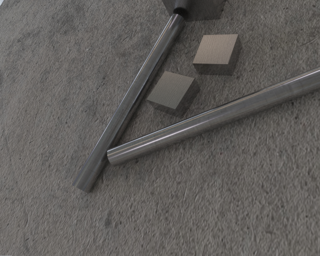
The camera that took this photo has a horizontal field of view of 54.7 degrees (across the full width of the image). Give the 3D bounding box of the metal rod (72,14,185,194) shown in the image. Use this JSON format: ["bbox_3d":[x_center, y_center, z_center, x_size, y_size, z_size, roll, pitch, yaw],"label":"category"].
[{"bbox_3d":[-0.038,-0.046,0.451,0.025,0.025,0.300,16,70,34],"label":"metal rod"}]

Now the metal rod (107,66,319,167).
[{"bbox_3d":[0.072,-0.014,0.374,0.301,0.025,0.025,-22,54,15],"label":"metal rod"}]

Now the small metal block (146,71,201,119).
[{"bbox_3d":[0.019,-0.046,0.422,0.050,0.025,0.050,22,73,36],"label":"small metal block"}]

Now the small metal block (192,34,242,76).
[{"bbox_3d":[0.079,-0.100,0.424,0.050,0.025,0.050,9,66,32],"label":"small metal block"}]

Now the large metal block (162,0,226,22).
[{"bbox_3d":[0.048,-0.211,0.473,0.080,0.080,0.050,7,65,31],"label":"large metal block"}]
